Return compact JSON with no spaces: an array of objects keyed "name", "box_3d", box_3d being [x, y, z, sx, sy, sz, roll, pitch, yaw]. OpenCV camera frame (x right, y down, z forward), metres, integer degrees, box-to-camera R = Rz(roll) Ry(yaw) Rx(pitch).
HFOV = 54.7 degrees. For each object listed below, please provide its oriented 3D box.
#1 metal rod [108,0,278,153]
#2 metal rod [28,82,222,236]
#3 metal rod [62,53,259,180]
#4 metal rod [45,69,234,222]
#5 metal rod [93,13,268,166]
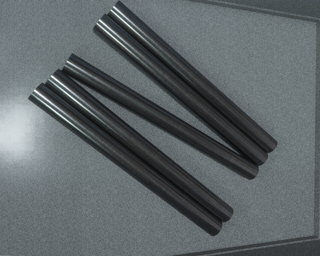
[{"name":"metal rod","box_3d":[0.055,-0.061,0.429,0.301,0.025,0.025,38,78,-16]},{"name":"metal rod","box_3d":[-0.032,0.049,0.397,0.301,0.025,0.025,40,78,-16]},{"name":"metal rod","box_3d":[0.013,-0.006,0.414,0.301,0.025,0.025,30,80,-18]},{"name":"metal rod","box_3d":[-0.015,0.032,0.404,0.301,0.025,0.025,40,78,-16]},{"name":"metal rod","box_3d":[0.039,-0.042,0.423,0.301,0.025,0.025,38,78,-16]}]
